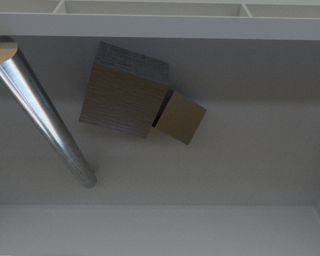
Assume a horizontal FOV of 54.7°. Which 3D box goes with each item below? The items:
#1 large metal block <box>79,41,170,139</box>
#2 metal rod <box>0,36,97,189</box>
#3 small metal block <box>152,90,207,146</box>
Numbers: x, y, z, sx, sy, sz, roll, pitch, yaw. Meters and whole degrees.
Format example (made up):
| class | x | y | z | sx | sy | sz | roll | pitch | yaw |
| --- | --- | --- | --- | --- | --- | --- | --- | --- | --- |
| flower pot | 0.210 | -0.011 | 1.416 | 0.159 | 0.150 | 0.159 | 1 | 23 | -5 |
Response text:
| class | x | y | z | sx | sy | sz | roll | pitch | yaw |
| --- | --- | --- | --- | --- | --- | --- | --- | --- | --- |
| large metal block | -0.041 | -0.041 | 0.357 | 0.081 | 0.050 | 0.079 | 15 | 129 | -13 |
| metal rod | -0.111 | 0.014 | 0.347 | 0.025 | 0.025 | 0.299 | -1 | 153 | 0 |
| small metal block | 0.022 | -0.013 | 0.382 | 0.050 | 0.025 | 0.050 | 29 | 88 | -23 |
